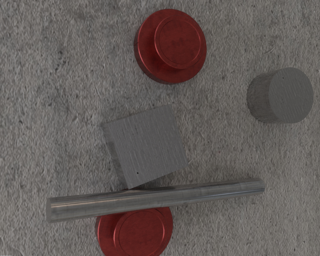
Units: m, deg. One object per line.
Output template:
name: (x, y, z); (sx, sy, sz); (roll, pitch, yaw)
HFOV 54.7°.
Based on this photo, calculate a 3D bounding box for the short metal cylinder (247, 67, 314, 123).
short metal cylinder: (0.178, -0.046, 0.462); (0.081, 0.050, 0.080); (0, 90, -20)

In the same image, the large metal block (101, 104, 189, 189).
large metal block: (-0.020, 0.021, 0.389); (0.081, 0.050, 0.080); (-19, 97, -19)

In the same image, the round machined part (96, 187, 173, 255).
round machined part: (-0.028, 0.127, 0.390); (0.099, 0.042, 0.097); (0, 90, -20)

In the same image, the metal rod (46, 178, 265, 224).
metal rod: (0.019, 0.084, 0.386); (0.303, 0.025, 0.025); (1, 90, -32)

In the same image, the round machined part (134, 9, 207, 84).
round machined part: (0.018, -0.108, 0.407); (0.099, 0.042, 0.097); (0, 90, -20)
